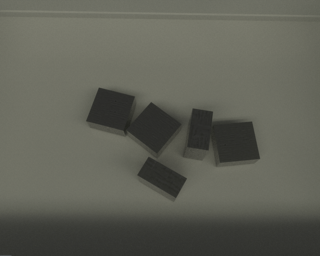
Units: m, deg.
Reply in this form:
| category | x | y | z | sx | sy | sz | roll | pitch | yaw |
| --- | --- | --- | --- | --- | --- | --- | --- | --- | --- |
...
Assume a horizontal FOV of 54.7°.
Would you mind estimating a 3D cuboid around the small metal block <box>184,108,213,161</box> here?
| category | x | y | z | sx | sy | sz | roll | pitch | yaw |
| --- | --- | --- | --- | --- | --- | --- | --- | --- | --- |
| small metal block | 0.048 | 0.009 | 0.392 | 0.025 | 0.050 | 0.050 | 9 | 70 | 2 |

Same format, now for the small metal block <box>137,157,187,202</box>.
| category | x | y | z | sx | sy | sz | roll | pitch | yaw |
| --- | --- | --- | --- | --- | --- | --- | --- | --- | --- |
| small metal block | 0.002 | 0.063 | 0.371 | 0.050 | 0.050 | 0.025 | 29 | 74 | 9 |

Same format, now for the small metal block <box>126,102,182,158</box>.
| category | x | y | z | sx | sy | sz | roll | pitch | yaw |
| --- | --- | --- | --- | --- | --- | --- | --- | --- | --- |
| small metal block | -0.008 | 0.003 | 0.406 | 0.050 | 0.025 | 0.050 | 37 | 74 | 12 |

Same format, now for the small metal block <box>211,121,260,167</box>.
| category | x | y | z | sx | sy | sz | roll | pitch | yaw |
| --- | --- | --- | --- | --- | --- | --- | --- | --- | --- |
| small metal block | 0.096 | 0.021 | 0.401 | 0.050 | 0.025 | 0.050 | -5 | 70 | -3 |

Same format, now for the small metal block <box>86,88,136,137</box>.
| category | x | y | z | sx | sy | sz | roll | pitch | yaw |
| --- | --- | --- | --- | --- | --- | --- | --- | --- | --- |
| small metal block | -0.064 | -0.021 | 0.414 | 0.050 | 0.025 | 0.050 | 14 | 71 | 5 |
